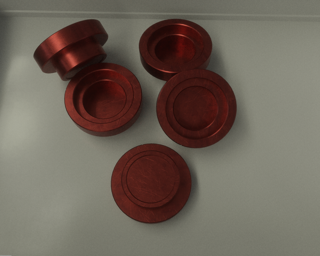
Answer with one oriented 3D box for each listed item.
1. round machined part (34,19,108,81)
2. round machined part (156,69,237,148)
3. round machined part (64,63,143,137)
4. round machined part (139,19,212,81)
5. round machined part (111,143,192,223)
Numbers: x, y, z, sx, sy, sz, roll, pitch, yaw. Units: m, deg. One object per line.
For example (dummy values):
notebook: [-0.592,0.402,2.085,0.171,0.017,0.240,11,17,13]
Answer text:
round machined part: [-0.110,-0.097,0.409,0.098,0.098,0.042,-32,94,-11]
round machined part: [0.044,-0.026,0.397,0.099,0.042,0.097,0,97,-4]
round machined part: [-0.072,-0.034,0.412,0.099,0.042,0.098,0,70,-1]
round machined part: [0.021,-0.103,0.433,0.099,0.042,0.098,-1,61,1]
round machined part: [-0.011,0.065,0.377,0.099,0.042,0.098,0,70,-1]
